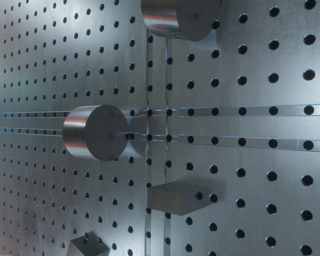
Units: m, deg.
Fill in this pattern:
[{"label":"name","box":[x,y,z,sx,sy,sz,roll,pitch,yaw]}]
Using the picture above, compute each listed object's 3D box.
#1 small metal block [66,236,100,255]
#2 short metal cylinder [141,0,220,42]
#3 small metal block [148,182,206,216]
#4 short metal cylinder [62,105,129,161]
[{"label":"small metal block","box":[-0.131,0.220,0.518,0.050,0.025,0.050,28,108,36]},{"label":"short metal cylinder","box":[0.025,-0.142,0.353,0.050,0.081,0.079,21,103,38]},{"label":"small metal block","box":[0.021,0.084,0.376,0.050,0.050,0.025,1,91,40]},{"label":"short metal cylinder","box":[-0.092,0.007,0.450,0.050,0.081,0.080,0,90,40]}]
